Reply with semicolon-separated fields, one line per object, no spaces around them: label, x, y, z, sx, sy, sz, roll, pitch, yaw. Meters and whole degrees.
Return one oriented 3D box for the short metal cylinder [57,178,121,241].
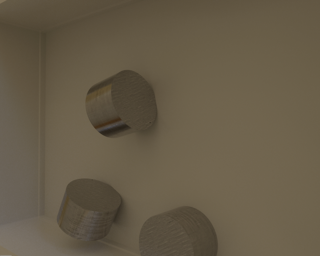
short metal cylinder;-0.104;0.118;0.454;0.080;0.081;0.050;34;111;34

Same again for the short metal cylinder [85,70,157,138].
short metal cylinder;-0.050;-0.031;0.410;0.050;0.081;0.080;-17;80;38

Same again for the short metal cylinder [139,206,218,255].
short metal cylinder;0.021;0.139;0.371;0.080;0.050;0.079;0;90;39
